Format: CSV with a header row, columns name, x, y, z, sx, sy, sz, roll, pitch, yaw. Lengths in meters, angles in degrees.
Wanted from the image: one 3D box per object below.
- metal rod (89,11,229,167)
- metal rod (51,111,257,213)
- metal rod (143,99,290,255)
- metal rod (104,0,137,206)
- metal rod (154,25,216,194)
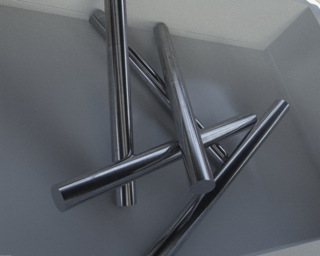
name,x,y,z,sx,sy,sz,roll,pitch,yaw
metal rod,0.004,-0.050,0.437,0.300,0.025,0.025,49,51,6
metal rod,0.023,0.024,0.362,0.302,0.025,0.025,-18,72,-40
metal rod,0.086,0.054,0.389,0.025,0.025,0.302,46,60,3
metal rod,-0.047,-0.065,0.350,0.025,0.025,0.298,-1,84,-29
metal rod,0.021,-0.050,0.400,0.025,0.025,0.300,12,42,-22
